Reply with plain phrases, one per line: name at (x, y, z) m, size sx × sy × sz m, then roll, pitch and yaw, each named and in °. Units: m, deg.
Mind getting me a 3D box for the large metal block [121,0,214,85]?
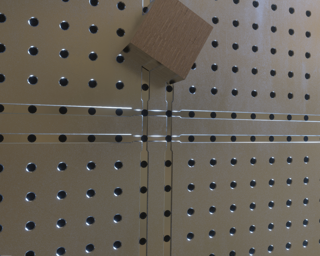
large metal block at (0.009, -0.114, 0.402) m, size 0.080 × 0.050 × 0.080 m, roll 31°, pitch 80°, yaw -17°
